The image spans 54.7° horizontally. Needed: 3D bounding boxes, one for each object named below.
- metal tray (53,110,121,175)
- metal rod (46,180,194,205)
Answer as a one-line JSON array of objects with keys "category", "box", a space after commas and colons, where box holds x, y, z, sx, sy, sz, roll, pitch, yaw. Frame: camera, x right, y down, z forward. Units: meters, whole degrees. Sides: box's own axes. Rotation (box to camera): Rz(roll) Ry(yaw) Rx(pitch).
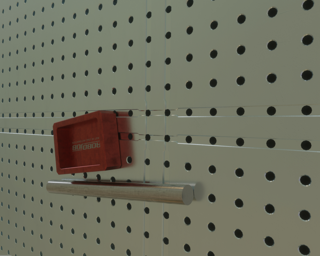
[{"category": "metal tray", "box": [-0.122, 0.027, 0.503, 0.130, 0.030, 0.089, -11, 83, 39]}, {"category": "metal rod", "box": [-0.082, 0.095, 0.473, 0.300, 0.025, 0.025, -6, 86, 39]}]
